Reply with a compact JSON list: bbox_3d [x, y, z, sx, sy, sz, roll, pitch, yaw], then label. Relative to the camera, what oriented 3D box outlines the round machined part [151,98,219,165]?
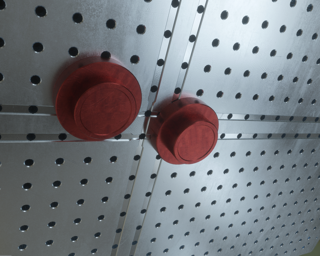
[{"bbox_3d":[0.040,0.011,0.428,0.099,0.042,0.097,-14,124,-21],"label":"round machined part"}]

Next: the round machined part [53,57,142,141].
[{"bbox_3d":[-0.065,-0.026,0.348,0.099,0.042,0.097,-14,124,-21],"label":"round machined part"}]
